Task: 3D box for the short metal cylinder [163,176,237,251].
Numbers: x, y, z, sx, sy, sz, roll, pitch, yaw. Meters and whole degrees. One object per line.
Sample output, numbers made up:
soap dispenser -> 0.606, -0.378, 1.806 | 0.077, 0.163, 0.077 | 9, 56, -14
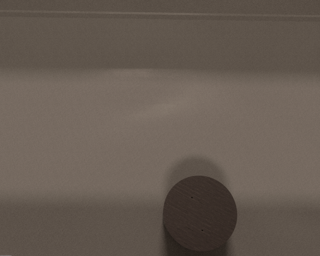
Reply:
short metal cylinder -> 0.044, 0.100, 0.360 | 0.081, 0.050, 0.080 | 0, 70, 0
